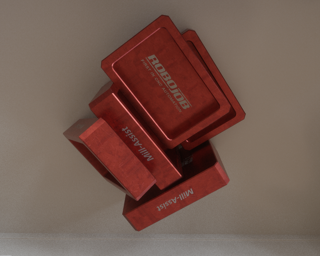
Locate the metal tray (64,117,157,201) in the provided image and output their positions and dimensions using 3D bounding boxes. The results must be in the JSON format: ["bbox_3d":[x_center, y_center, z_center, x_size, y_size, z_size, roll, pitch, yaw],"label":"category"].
[{"bbox_3d":[-0.065,0.032,0.366,0.030,0.130,0.090,-44,107,-17],"label":"metal tray"}]

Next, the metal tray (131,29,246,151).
[{"bbox_3d":[0.036,-0.046,0.392,0.090,0.030,0.130,-32,106,12],"label":"metal tray"}]

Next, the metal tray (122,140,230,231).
[{"bbox_3d":[0.017,0.068,0.400,0.130,0.090,0.030,-31,108,10],"label":"metal tray"}]

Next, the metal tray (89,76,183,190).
[{"bbox_3d":[-0.024,0.002,0.374,0.030,0.090,0.130,-35,107,12],"label":"metal tray"}]

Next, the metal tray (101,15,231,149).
[{"bbox_3d":[0.008,-0.050,0.356,0.090,0.030,0.130,-35,106,12],"label":"metal tray"}]
